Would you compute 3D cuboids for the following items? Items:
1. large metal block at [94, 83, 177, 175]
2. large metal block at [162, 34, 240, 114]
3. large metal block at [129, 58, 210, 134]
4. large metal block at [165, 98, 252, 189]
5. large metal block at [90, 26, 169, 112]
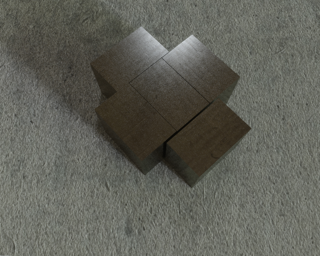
[{"bbox_3d":[-0.028,0.005,0.379,0.050,0.080,0.080,-41,75,-13],"label":"large metal block"},{"bbox_3d":[0.048,-0.058,0.403,0.050,0.080,0.080,-41,75,-13],"label":"large metal block"},{"bbox_3d":[0.010,-0.027,0.390,0.050,0.080,0.080,-41,75,-13],"label":"large metal block"},{"bbox_3d":[0.054,0.022,0.373,0.080,0.080,0.050,-40,75,-13],"label":"large metal block"},{"bbox_3d":[-0.036,-0.070,0.406,0.080,0.080,0.050,-40,75,-13],"label":"large metal block"}]
